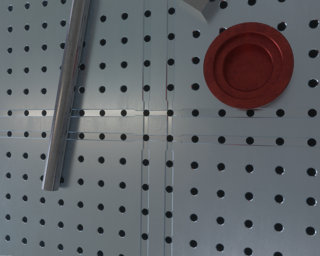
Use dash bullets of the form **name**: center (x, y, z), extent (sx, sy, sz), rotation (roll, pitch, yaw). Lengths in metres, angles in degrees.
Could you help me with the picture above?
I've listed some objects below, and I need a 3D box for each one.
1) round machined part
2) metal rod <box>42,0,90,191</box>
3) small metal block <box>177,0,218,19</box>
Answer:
- **round machined part**: center (0.104, -0.070, 0.367), extent (0.098, 0.042, 0.097), rotation (0, 90, 20)
- **metal rod**: center (-0.140, -0.054, 0.461), extent (0.025, 0.025, 0.298), rotation (12, 94, 19)
- **small metal block**: center (0.050, -0.178, 0.395), extent (0.050, 0.025, 0.050), rotation (39, 102, 15)
